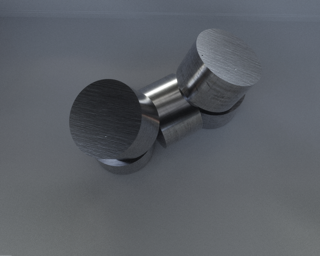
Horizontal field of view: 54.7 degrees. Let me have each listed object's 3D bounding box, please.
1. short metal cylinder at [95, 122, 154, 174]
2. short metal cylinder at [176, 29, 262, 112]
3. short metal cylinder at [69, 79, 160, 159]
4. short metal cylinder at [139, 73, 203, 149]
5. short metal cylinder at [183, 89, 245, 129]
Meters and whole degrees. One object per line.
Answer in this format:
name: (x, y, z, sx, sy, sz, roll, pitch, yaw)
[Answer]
short metal cylinder: (-0.048, 0.014, 0.389, 0.081, 0.050, 0.080, 0, 70, 0)
short metal cylinder: (0.066, -0.065, 0.350, 0.081, 0.050, 0.080, 12, 55, -18)
short metal cylinder: (-0.047, -0.007, 0.328, 0.080, 0.050, 0.080, -2, 83, 19)
short metal cylinder: (0.010, -0.021, 0.386, 0.050, 0.080, 0.080, -28, 73, -10)
short metal cylinder: (0.068, -0.044, 0.412, 0.081, 0.050, 0.080, 0, 70, 0)
